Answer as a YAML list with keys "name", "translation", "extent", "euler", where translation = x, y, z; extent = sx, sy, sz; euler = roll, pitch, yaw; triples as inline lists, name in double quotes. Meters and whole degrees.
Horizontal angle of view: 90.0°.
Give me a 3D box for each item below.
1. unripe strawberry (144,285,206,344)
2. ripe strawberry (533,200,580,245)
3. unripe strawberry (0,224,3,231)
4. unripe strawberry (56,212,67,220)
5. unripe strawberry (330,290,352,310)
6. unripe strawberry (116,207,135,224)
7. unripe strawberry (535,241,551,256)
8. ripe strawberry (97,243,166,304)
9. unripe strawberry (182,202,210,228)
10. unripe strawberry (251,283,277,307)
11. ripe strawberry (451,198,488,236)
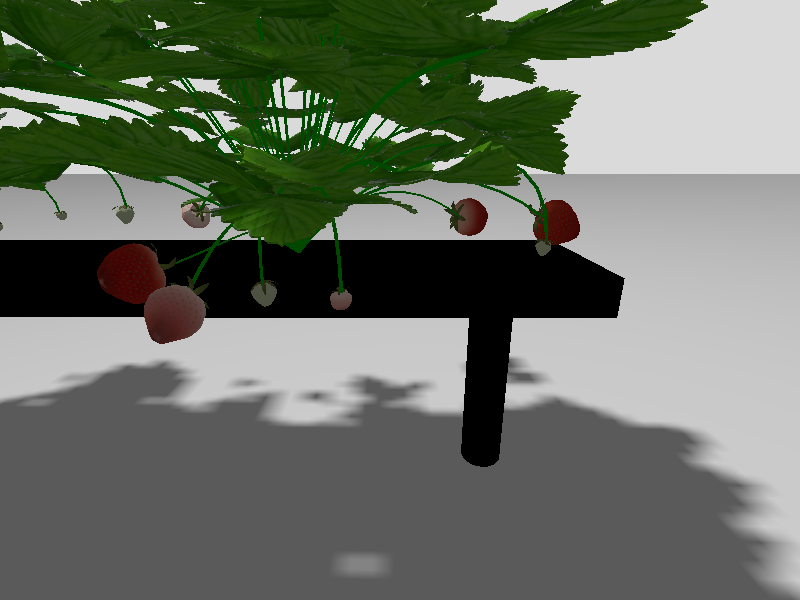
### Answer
- name: "unripe strawberry"
  translation: [-0.101, 0.008, 0.177]
  extent: [0.025, 0.026, 0.027]
  euler: [1, 37, 3]
- name: "ripe strawberry"
  translation: [0.153, -0.072, 0.385]
  extent: [0.045, 0.044, 0.042]
  euler: [18, 15, -15]
- name: "unripe strawberry"
  translation: [-0.460, -0.083, 0.457]
  extent: [0.011, 0.010, 0.010]
  euler: [13, 23, 34]
- name: "unripe strawberry"
  translation: [-0.390, -0.097, 0.462]
  extent: [0.010, 0.010, 0.009]
  euler: [-14, 24, -36]
- name: "unripe strawberry"
  translation: [-0.029, 0.000, 0.197]
  extent: [0.011, 0.010, 0.010]
  euler: [-7, 20, -19]
- name: "unripe strawberry"
  translation: [-0.354, -0.109, 0.516]
  extent: [0.021, 0.022, 0.020]
  euler: [-17, 25, -40]
- name: "unripe strawberry"
  translation: [0.093, -0.034, 0.261]
  extent: [0.010, 0.010, 0.011]
  euler: [9, 21, 25]
- name: "ripe strawberry"
  translation: [-0.150, -0.014, 0.223]
  extent: [0.029, 0.033, 0.032]
  euler: [8, 21, 23]
- name: "unripe strawberry"
  translation: [-0.248, -0.102, 0.485]
  extent: [0.034, 0.033, 0.032]
  euler: [-16, 3, 45]
- name: "unripe strawberry"
  translation: [-0.071, -0.003, 0.210]
  extent: [0.013, 0.013, 0.011]
  euler: [-2, 19, -7]
- name: "ripe strawberry"
  translation: [0.080, -0.092, 0.447]
  extent: [0.041, 0.041, 0.038]
  euler: [-6, 19, -31]
